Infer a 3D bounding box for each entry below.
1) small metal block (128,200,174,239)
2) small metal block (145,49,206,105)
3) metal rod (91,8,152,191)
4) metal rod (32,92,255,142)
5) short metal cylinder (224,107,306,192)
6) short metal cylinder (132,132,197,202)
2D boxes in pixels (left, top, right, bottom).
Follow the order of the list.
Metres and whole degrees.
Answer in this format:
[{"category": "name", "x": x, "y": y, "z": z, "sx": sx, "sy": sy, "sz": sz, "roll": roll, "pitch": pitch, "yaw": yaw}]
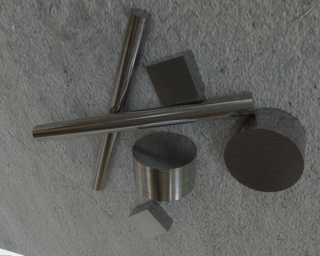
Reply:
[{"category": "small metal block", "x": -0.015, "y": 0.150, "z": 0.507, "sx": 0.050, "sy": 0.025, "sz": 0.050, "roll": -34, "pitch": 100, "yaw": 38}, {"category": "small metal block", "x": 0.019, "y": -0.058, "z": 0.361, "sx": 0.050, "sy": 0.025, "sz": 0.050, "roll": -10, "pitch": 113, "yaw": 32}, {"category": "metal rod", "x": -0.062, "y": -0.015, "z": 0.430, "sx": 0.025, "sy": 0.025, "sz": 0.298, "roll": 28, "pitch": 128, "yaw": 10}, {"category": "metal rod", "x": -0.037, "y": -0.009, "z": 0.393, "sx": 0.301, "sy": 0.025, "sz": 0.025, "roll": -7, "pitch": 115, "yaw": 22}, {"category": "short metal cylinder", "x": 0.117, "y": 0.024, "z": 0.344, "sx": 0.080, "sy": 0.050, "sz": 0.079, "roll": 13, "pitch": 124, "yaw": 21}, {"category": "short metal cylinder", "x": 0.006, "y": 0.047, "z": 0.397, "sx": 0.080, "sy": 0.080, "sz": 0.050, "roll": 13, "pitch": 124, "yaw": 21}]
